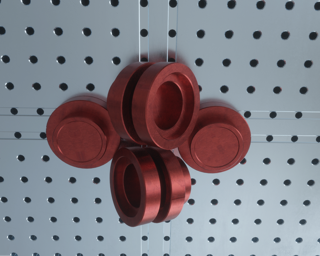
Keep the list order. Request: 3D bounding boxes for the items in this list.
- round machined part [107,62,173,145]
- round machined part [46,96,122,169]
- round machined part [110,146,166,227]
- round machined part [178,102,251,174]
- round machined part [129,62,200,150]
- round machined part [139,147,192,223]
[{"bbox_3d":[-0.025,-0.031,0.375,0.042,0.099,0.097,11,116,39],"label":"round machined part"},{"bbox_3d":[-0.101,0.011,0.407,0.099,0.042,0.097,0,110,0],"label":"round machined part"},{"bbox_3d":[-0.025,0.072,0.396,0.042,0.098,0.097,-3,114,-33],"label":"round machined part"},{"bbox_3d":[0.072,0.018,0.411,0.099,0.042,0.097,0,110,0],"label":"round machined part"},{"bbox_3d":[0.002,-0.027,0.357,0.042,0.099,0.097,11,116,39],"label":"round machined part"},{"bbox_3d":[0.005,0.072,0.411,0.042,0.098,0.097,-3,114,-33],"label":"round machined part"}]
